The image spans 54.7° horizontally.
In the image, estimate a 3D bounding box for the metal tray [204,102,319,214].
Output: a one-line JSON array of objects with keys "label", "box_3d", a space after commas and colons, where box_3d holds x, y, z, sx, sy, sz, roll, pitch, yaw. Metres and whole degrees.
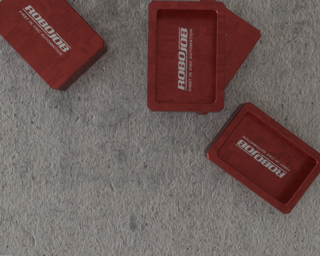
[{"label": "metal tray", "box_3d": [0.136, 0.038, 0.408, 0.130, 0.030, 0.090, 36, 90, 0]}]

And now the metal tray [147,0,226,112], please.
[{"label": "metal tray", "box_3d": [0.031, -0.084, 0.376, 0.091, 0.030, 0.129, 1, 90, 0]}]

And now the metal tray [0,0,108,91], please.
[{"label": "metal tray", "box_3d": [-0.145, -0.124, 0.406, 0.090, 0.030, 0.130, -44, 90, 0]}]

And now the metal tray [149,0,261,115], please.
[{"label": "metal tray", "box_3d": [0.058, -0.093, 0.408, 0.090, 0.030, 0.130, 34, 90, 0]}]
